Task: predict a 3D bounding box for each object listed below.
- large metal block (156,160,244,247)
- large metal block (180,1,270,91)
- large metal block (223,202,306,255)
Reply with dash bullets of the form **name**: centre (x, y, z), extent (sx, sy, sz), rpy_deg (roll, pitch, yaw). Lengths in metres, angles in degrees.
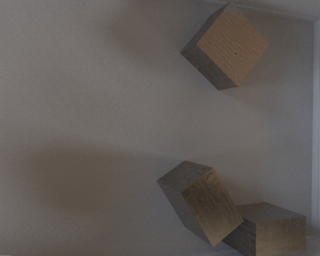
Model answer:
- **large metal block**: centre (0.049, 0.093, 0.401), extent (0.050, 0.080, 0.080), rpy_deg (-34, 101, -17)
- **large metal block**: centre (0.090, -0.111, 0.432), extent (0.080, 0.050, 0.080), rpy_deg (41, 77, -16)
- **large metal block**: centre (0.143, 0.142, 0.436), extent (0.081, 0.080, 0.050), rpy_deg (-1, 91, -20)
